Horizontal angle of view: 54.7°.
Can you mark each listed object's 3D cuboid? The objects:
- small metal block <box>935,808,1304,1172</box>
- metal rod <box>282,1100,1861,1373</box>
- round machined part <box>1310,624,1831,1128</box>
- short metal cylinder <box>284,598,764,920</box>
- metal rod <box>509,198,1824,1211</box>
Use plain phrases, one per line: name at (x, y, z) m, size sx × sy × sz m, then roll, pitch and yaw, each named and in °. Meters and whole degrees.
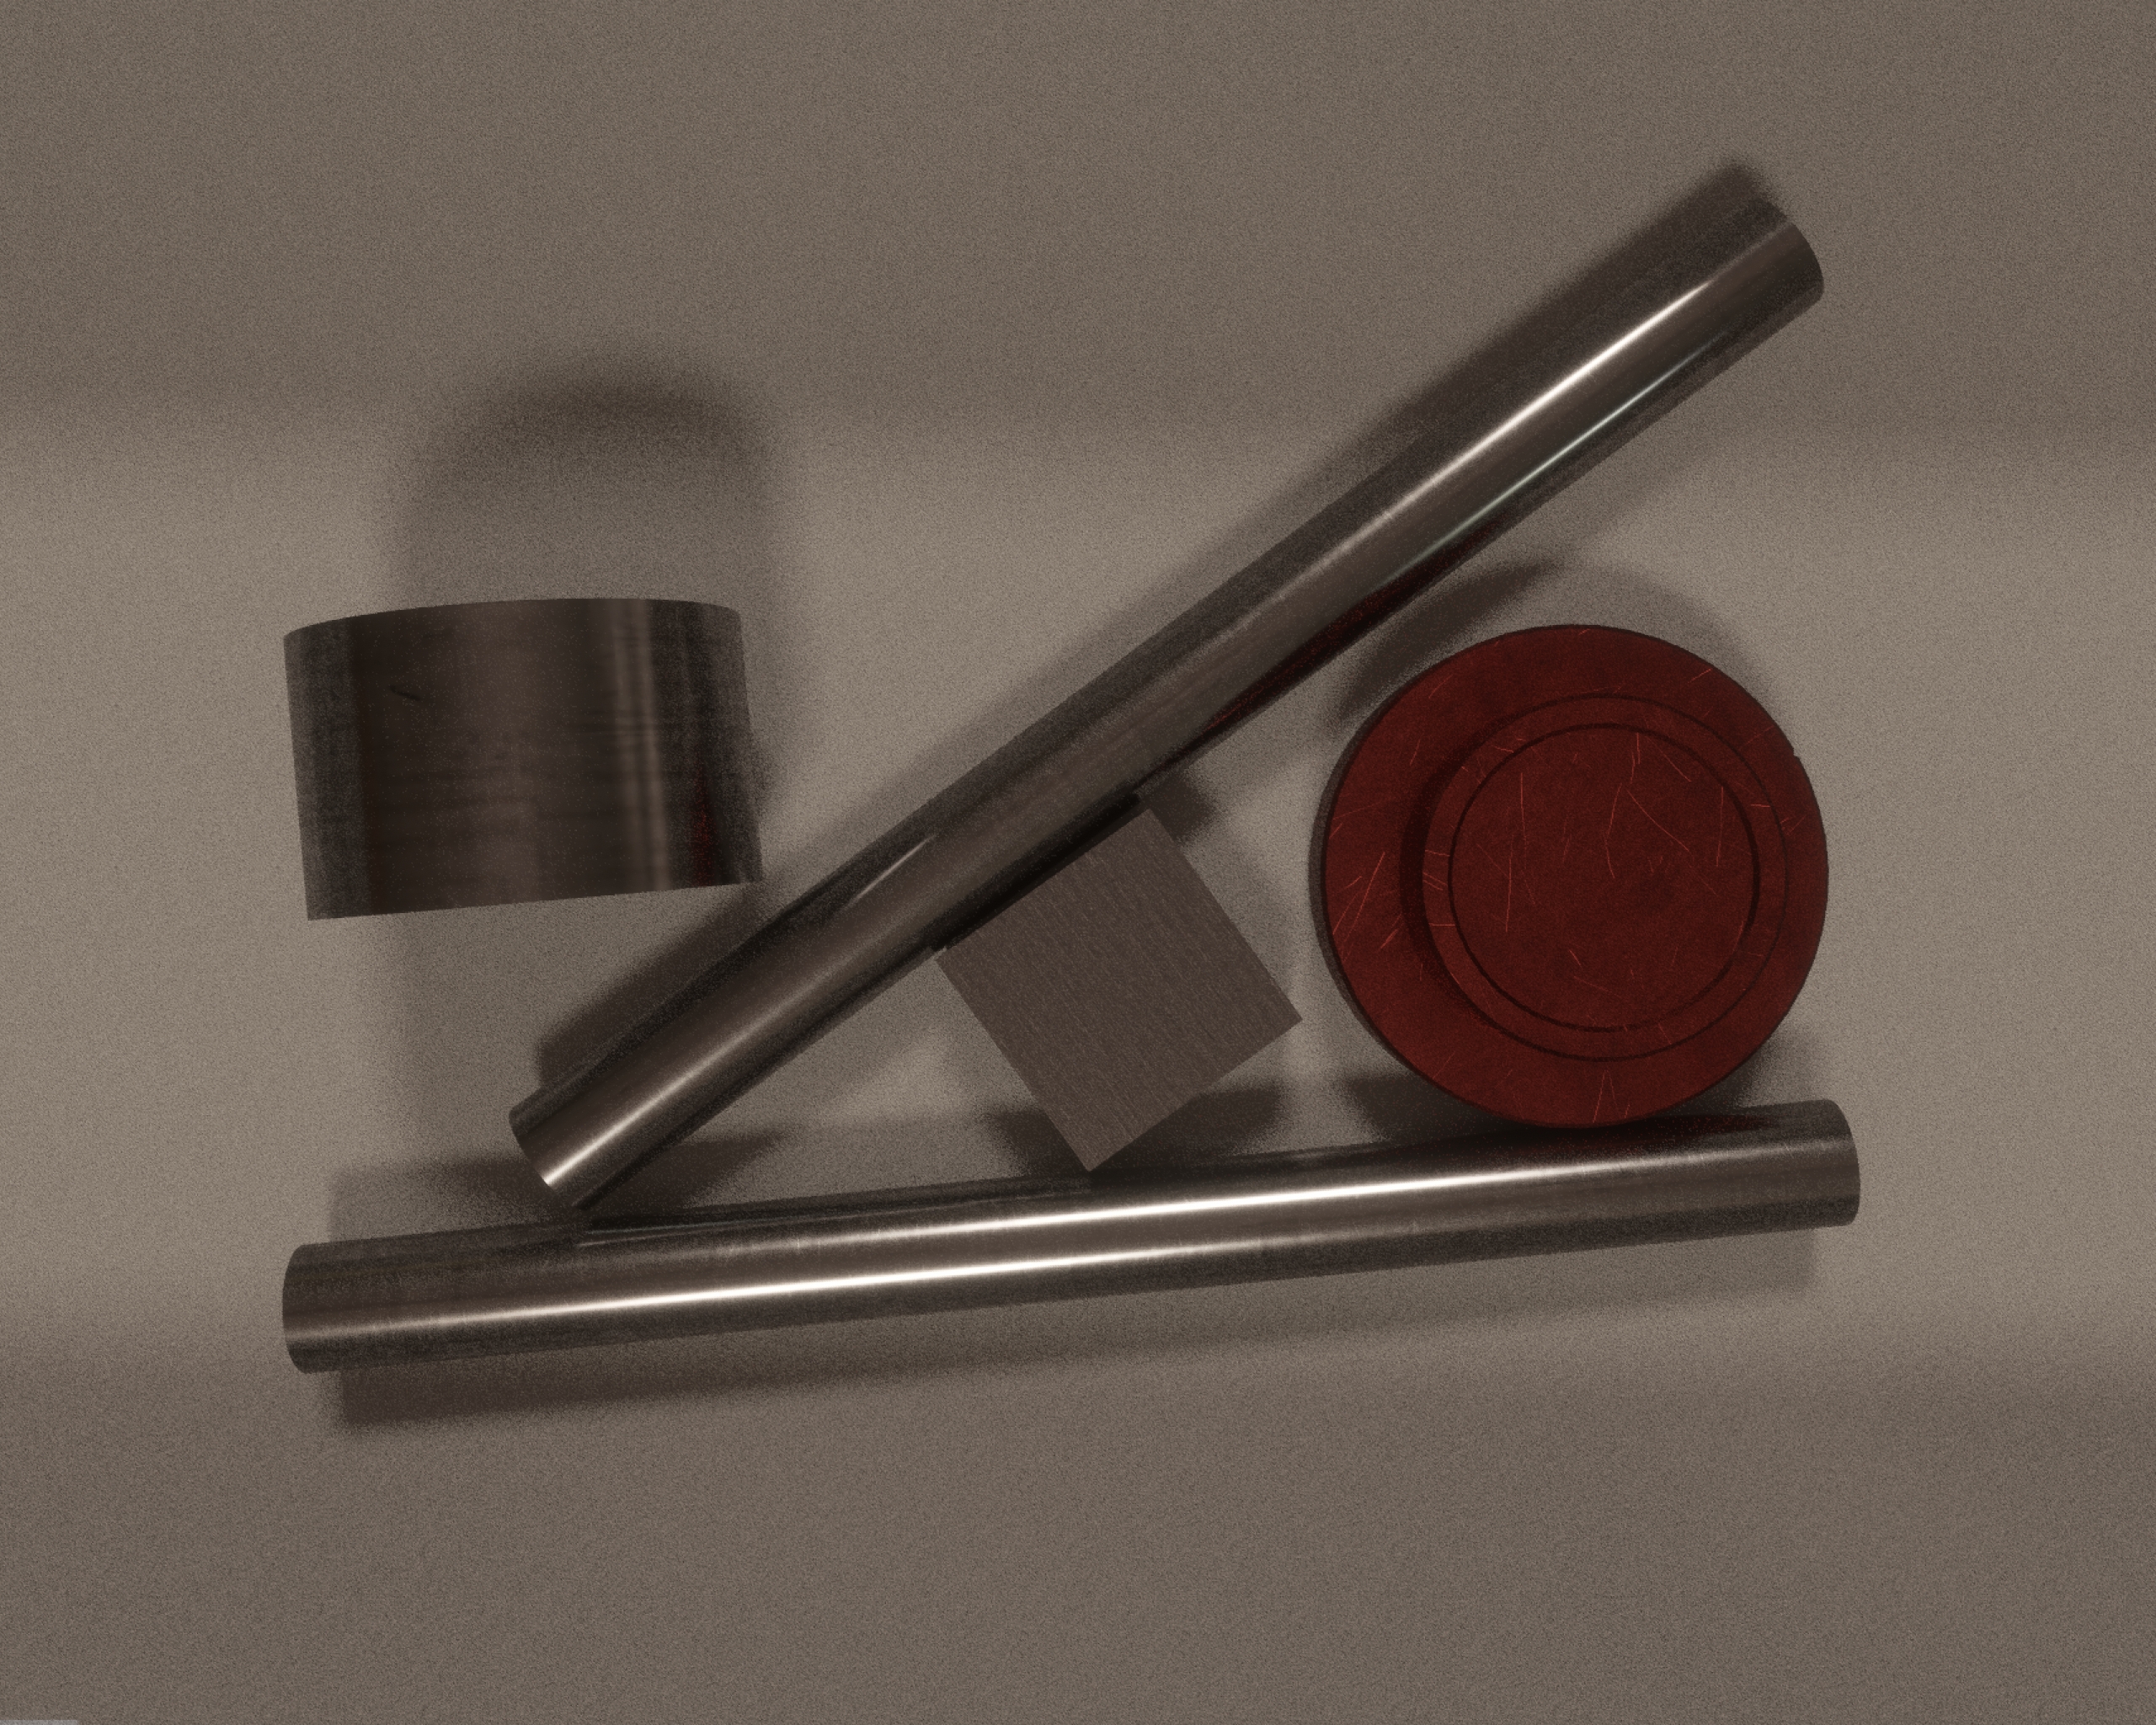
small metal block at (0.008, 0.024, 0.409) m, size 0.050 × 0.025 × 0.050 m, roll -36°, pitch 90°, yaw 0°
metal rod at (-0.001, 0.073, 0.410) m, size 0.302 × 0.025 × 0.025 m, roll -5°, pitch 90°, yaw -1°
round machined part at (0.096, 0.003, 0.401) m, size 0.099 × 0.042 × 0.097 m, roll 0°, pitch 90°, yaw -1°
short metal cylinder at (-0.100, -0.018, 0.382) m, size 0.081 × 0.080 × 0.050 m, roll -5°, pitch 90°, yaw -1°
metal rod at (0.018, -0.031, 0.410) m, size 0.301 × 0.025 × 0.025 m, roll -36°, pitch 90°, yaw -1°
